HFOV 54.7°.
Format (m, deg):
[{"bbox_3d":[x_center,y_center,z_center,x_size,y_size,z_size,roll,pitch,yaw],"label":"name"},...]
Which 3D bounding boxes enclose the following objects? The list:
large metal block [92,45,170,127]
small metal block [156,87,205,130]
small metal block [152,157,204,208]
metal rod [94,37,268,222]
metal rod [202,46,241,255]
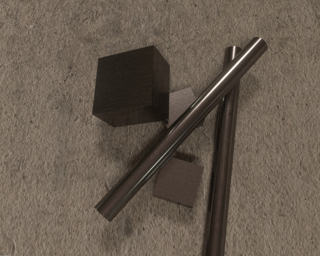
[{"bbox_3d":[-0.035,-0.051,0.398,0.080,0.050,0.080,-7,68,23],"label":"large metal block"},{"bbox_3d":[0.026,-0.021,0.416,0.050,0.025,0.050,-19,71,-7],"label":"small metal block"},{"bbox_3d":[0.023,0.067,0.384,0.050,0.025,0.050,17,71,5],"label":"small metal block"},{"bbox_3d":[0.036,-0.009,0.385,0.025,0.025,0.301,40,75,13],"label":"metal rod"},{"bbox_3d":[0.082,0.027,0.399,0.025,0.025,0.299,9,70,3],"label":"metal rod"}]
